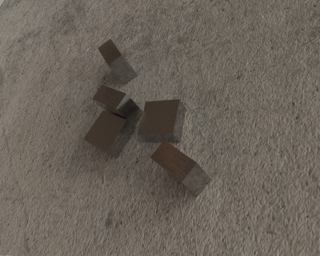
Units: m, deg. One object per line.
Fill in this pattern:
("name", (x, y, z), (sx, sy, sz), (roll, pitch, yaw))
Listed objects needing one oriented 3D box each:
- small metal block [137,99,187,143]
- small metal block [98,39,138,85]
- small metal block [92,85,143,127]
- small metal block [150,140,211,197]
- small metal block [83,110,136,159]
("small metal block", (0.003, -0.009, 0.407), (0.050, 0.025, 0.050), (-2, 61, 27))
("small metal block", (-0.066, -0.104, 0.486), (0.025, 0.050, 0.050), (-36, 51, 4))
("small metal block", (-0.059, -0.031, 0.438), (0.050, 0.050, 0.025), (22, 74, 36))
("small metal block", (0.024, 0.046, 0.347), (0.050, 0.050, 0.025), (34, 81, 38))
("small metal block", (-0.071, 0.008, 0.436), (0.050, 0.025, 0.050), (21, 73, 35))
